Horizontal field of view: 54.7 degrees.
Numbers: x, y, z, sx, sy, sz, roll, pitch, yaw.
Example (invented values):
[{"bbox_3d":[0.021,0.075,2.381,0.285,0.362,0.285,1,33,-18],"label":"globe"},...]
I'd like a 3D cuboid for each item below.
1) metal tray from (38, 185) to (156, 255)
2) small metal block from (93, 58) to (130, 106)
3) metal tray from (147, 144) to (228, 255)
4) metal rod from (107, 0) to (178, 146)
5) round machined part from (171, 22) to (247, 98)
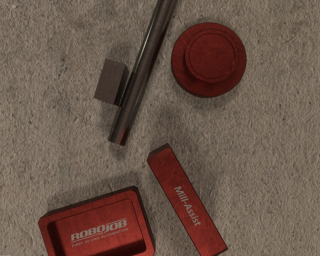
[{"bbox_3d":[-0.080,0.138,0.406,0.131,0.030,0.090,-17,90,-1],"label":"metal tray"},{"bbox_3d":[-0.061,-0.056,0.397,0.025,0.050,0.050,17,90,0],"label":"small metal block"},{"bbox_3d":[0.030,0.083,0.377,0.030,0.090,0.130,-30,90,0],"label":"metal tray"},{"bbox_3d":[-0.007,-0.121,0.409,0.025,0.025,0.299,20,90,-1],"label":"metal rod"},{"bbox_3d":[0.064,-0.089,0.402,0.099,0.042,0.097,0,90,-1],"label":"round machined part"}]
